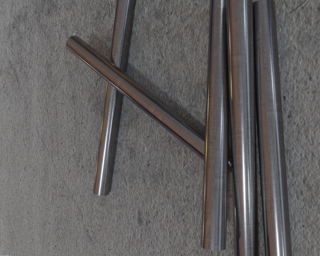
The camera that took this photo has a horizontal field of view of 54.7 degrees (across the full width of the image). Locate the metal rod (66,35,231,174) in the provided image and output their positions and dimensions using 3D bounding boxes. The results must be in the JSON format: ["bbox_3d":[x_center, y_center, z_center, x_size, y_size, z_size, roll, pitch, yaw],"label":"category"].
[{"bbox_3d":[-0.026,-0.042,0.404,0.300,0.025,0.025,39,114,25],"label":"metal rod"}]

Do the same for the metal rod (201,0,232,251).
[{"bbox_3d":[0.062,-0.028,0.330,0.025,0.025,0.298,-3,81,40],"label":"metal rod"}]

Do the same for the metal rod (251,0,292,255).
[{"bbox_3d":[0.112,0.022,0.312,0.025,0.025,0.298,-5,87,40],"label":"metal rod"}]

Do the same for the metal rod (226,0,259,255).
[{"bbox_3d":[0.085,0.012,0.318,0.025,0.025,0.298,1,96,40],"label":"metal rod"}]

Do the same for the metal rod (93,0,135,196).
[{"bbox_3d":[-0.070,-0.046,0.462,0.025,0.025,0.298,14,99,39],"label":"metal rod"}]
